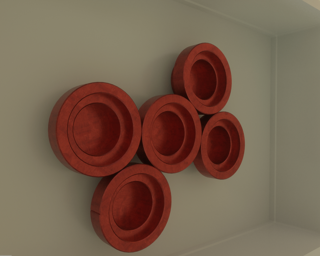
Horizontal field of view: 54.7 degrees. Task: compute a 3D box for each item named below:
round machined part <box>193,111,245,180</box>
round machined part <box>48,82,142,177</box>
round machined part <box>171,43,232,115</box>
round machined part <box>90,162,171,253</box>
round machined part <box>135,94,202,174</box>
[{"bbox_3d":[0.079,0.025,0.458,0.099,0.042,0.097,0,90,-40],"label":"round machined part"},{"bbox_3d":[-0.072,0.001,0.332,0.099,0.042,0.097,0,90,-40],"label":"round machined part"},{"bbox_3d":[0.054,-0.067,0.437,0.099,0.042,0.097,0,90,-40],"label":"round machined part"},{"bbox_3d":[-0.037,0.089,0.361,0.099,0.042,0.097,0,90,-40],"label":"round machined part"},{"bbox_3d":[0.005,0.007,0.395,0.099,0.042,0.097,0,90,-40],"label":"round machined part"}]
